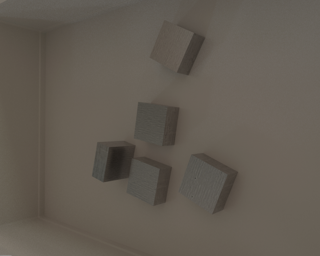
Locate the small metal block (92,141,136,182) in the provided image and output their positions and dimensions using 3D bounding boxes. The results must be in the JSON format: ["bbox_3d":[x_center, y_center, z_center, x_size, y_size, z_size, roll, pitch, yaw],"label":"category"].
[{"bbox_3d":[-0.066,0.046,0.442,0.025,0.050,0.050,18,101,38],"label":"small metal block"}]

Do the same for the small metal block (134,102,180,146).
[{"bbox_3d":[-0.005,-0.006,0.409,0.050,0.025,0.050,12,98,39],"label":"small metal block"}]

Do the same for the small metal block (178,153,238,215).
[{"bbox_3d":[0.055,0.063,0.360,0.050,0.025,0.050,28,107,36],"label":"small metal block"}]

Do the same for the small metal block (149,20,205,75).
[{"bbox_3d":[0.021,-0.100,0.388,0.050,0.025,0.050,36,112,33],"label":"small metal block"}]

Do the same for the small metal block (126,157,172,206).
[{"bbox_3d":[-0.015,0.070,0.417,0.050,0.025,0.050,16,100,38],"label":"small metal block"}]
